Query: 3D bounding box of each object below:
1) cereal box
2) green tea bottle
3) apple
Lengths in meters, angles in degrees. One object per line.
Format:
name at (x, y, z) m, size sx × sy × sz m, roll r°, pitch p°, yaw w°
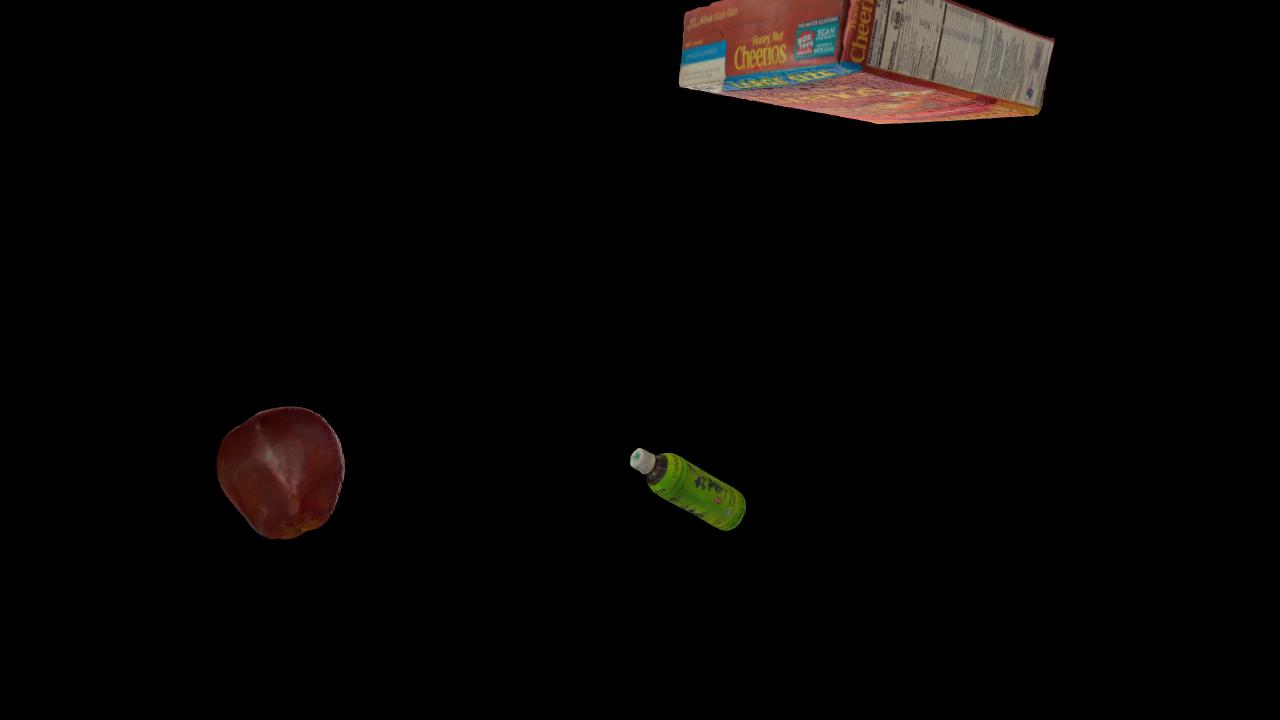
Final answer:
cereal box at (0.217, -0.286, 0.595) m, size 0.306 × 0.081 × 0.203 m, roll -7°, pitch 19°, yaw -33°
green tea bottle at (0.071, 0.194, 0.947) m, size 0.212 × 0.073 × 0.073 m, roll 33°, pitch -16°, yaw -26°
apple at (-0.252, 0.078, 0.439) m, size 0.079 × 0.093 × 0.079 m, roll -25°, pitch -14°, yaw -6°
